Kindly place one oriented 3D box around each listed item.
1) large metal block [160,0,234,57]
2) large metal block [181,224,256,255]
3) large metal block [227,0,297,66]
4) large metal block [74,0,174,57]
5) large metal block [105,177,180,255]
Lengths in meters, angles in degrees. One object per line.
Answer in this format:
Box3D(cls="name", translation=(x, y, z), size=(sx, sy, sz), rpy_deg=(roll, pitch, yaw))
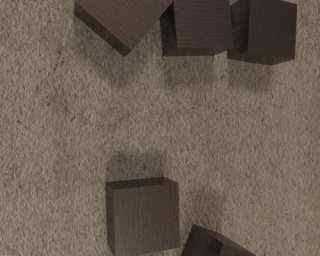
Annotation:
Box3D(cls="large metal block", translation=(0.047, -0.141, 0.414), size=(0.081, 0.050, 0.079), rpy_deg=(-6, 92, -21))
Box3D(cls="large metal block", translation=(0.068, 0.183, 0.407), size=(0.050, 0.080, 0.080), rpy_deg=(25, 82, -19))
Box3D(cls="large metal block", translation=(0.148, -0.140, 0.452), size=(0.081, 0.050, 0.079), rpy_deg=(4, 89, -20))
Box3D(cls="large metal block", translation=(-0.045, -0.147, 0.376), size=(0.080, 0.050, 0.080), rpy_deg=(39, 82, -16))
Box3D(cls="large metal block", translation=(-0.023, 0.108, 0.388), size=(0.081, 0.050, 0.079), rpy_deg=(-2, 91, -20))
